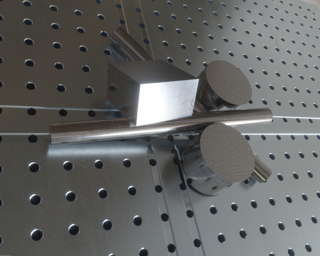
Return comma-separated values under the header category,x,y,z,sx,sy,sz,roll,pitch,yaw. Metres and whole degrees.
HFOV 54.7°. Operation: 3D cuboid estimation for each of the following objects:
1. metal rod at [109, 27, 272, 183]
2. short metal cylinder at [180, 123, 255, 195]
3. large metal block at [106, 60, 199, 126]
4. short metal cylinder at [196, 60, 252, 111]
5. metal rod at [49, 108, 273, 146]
category,x,y,z,sx,sy,sz,roll,pitch,yaw
metal rod,0.043,-0.034,0.448,0.300,0.025,0.025,44,51,2
short metal cylinder,0.074,0.041,0.402,0.081,0.050,0.080,14,56,-21
large metal block,-0.012,-0.048,0.387,0.081,0.050,0.080,-11,33,-32
short metal cylinder,0.091,-0.056,0.471,0.081,0.050,0.080,14,56,-21
metal rod,0.019,-0.005,0.396,0.303,0.025,0.025,-5,64,-24
